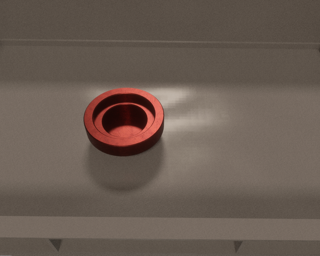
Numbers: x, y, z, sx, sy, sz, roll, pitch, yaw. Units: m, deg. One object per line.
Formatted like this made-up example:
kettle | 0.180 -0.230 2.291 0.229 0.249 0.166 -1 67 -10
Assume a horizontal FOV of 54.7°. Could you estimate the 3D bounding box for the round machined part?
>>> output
round machined part | -0.044 -0.003 0.396 0.099 0.042 0.098 0 50 0
